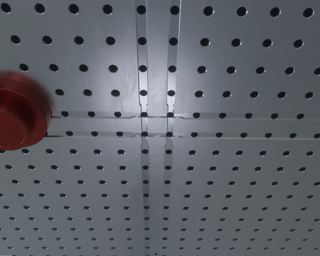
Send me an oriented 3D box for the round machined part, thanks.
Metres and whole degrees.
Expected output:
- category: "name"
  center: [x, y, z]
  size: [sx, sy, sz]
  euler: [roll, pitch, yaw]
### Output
- category: "round machined part"
  center: [-0.193, -0.009, 0.391]
  size: [0.099, 0.042, 0.097]
  euler: [0, 130, 0]
